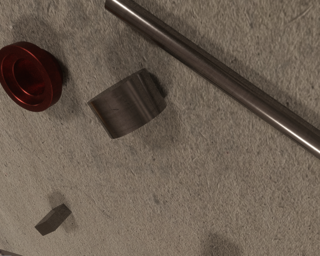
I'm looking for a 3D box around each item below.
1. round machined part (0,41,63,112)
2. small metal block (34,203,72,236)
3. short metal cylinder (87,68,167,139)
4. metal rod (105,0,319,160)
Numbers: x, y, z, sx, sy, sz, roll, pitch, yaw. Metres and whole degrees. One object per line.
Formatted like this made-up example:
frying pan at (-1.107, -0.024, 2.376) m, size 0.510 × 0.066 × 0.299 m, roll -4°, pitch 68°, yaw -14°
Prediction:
round machined part at (-0.179, -0.075, 0.441) m, size 0.098 × 0.042 × 0.097 m, roll 13°, pitch 124°, yaw 20°
small metal block at (-0.210, 0.181, 0.610) m, size 0.050 × 0.050 × 0.025 m, roll -31°, pitch 101°, yaw 37°
short metal cylinder at (-0.039, -0.030, 0.372) m, size 0.080 × 0.080 × 0.050 m, roll -21°, pitch 108°, yaw 35°
metal rod at (0.068, -0.055, 0.336) m, size 0.301 × 0.025 × 0.025 m, roll 36°, pitch 129°, yaw 3°
